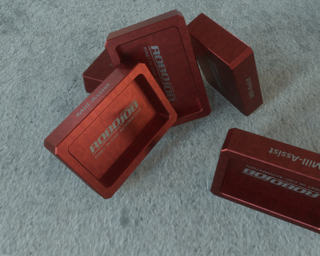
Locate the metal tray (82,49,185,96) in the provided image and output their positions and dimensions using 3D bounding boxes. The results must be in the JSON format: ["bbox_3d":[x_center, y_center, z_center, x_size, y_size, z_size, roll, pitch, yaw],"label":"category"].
[{"bbox_3d":[-0.035,-0.076,0.459,0.131,0.030,0.090,15,47,12],"label":"metal tray"}]

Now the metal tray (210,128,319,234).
[{"bbox_3d":[0.123,0.056,0.315,0.130,0.089,0.030,18,53,14],"label":"metal tray"}]

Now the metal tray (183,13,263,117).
[{"bbox_3d":[0.085,-0.077,0.401,0.030,0.130,0.090,-41,58,2],"label":"metal tray"}]

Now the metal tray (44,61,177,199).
[{"bbox_3d":[-0.047,0.001,0.340,0.030,0.090,0.130,18,61,48],"label":"metal tray"}]

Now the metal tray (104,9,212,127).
[{"bbox_3d":[0.001,-0.062,0.372,0.090,0.129,0.030,-18,31,7],"label":"metal tray"}]
